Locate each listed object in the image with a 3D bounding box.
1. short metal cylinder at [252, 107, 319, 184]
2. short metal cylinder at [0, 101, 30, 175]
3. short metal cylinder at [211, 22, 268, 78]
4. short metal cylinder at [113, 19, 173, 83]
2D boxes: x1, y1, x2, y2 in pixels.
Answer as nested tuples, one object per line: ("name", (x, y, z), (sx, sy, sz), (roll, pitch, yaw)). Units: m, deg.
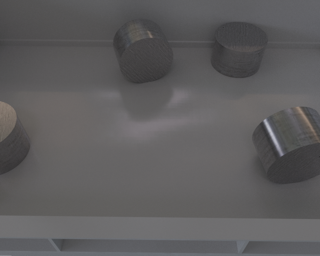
("short metal cylinder", (0.153, 0.021, 0.352), (0.081, 0.080, 0.050), (-6, 51, -5))
("short metal cylinder", (-0.208, 0.012, 0.377), (0.080, 0.050, 0.080), (0, 50, 0))
("short metal cylinder", (0.125, -0.125, 0.495), (0.080, 0.050, 0.080), (0, 50, 0))
("short metal cylinder", (-0.026, -0.115, 0.466), (0.081, 0.080, 0.050), (-13, 51, -10))
